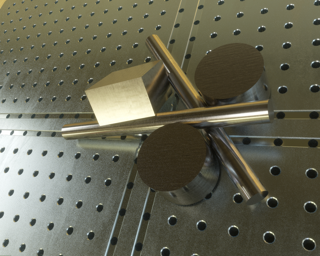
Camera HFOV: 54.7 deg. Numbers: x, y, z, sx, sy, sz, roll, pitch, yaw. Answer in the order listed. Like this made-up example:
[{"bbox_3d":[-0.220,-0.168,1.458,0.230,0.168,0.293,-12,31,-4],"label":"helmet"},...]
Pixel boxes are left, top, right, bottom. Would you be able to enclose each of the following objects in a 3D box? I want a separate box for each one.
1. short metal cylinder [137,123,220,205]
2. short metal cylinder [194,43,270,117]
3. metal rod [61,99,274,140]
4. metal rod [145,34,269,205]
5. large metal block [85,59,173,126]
[{"bbox_3d":[0.021,0.041,0.351,0.080,0.050,0.080,-13,56,21],"label":"short metal cylinder"},{"bbox_3d":[0.088,-0.055,0.376,0.080,0.050,0.080,-13,56,21],"label":"short metal cylinder"},{"bbox_3d":[-0.014,-0.006,0.393,0.300,0.025,0.025,-5,59,32],"label":"metal rod"},{"bbox_3d":[0.043,-0.034,0.402,0.025,0.025,0.300,-33,51,7],"label":"metal rod"},{"bbox_3d":[-0.038,-0.048,0.414,0.080,0.050,0.080,-10,23,23],"label":"large metal block"}]
